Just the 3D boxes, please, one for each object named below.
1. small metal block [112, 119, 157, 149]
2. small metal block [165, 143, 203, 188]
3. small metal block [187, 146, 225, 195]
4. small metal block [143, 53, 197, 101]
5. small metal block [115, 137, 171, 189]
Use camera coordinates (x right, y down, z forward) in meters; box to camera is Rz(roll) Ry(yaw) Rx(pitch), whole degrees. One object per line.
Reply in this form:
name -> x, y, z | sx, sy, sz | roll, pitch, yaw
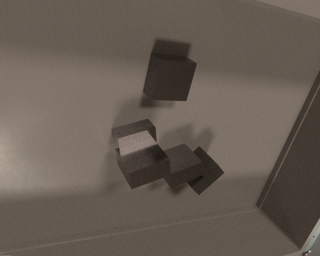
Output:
small metal block -> -0.032, 0.021, 0.406 | 0.050, 0.025, 0.050 | -17, 125, -19
small metal block -> 0.026, 0.052, 0.441 | 0.050, 0.050, 0.025 | -19, 126, -18
small metal block -> 0.059, 0.063, 0.466 | 0.050, 0.050, 0.025 | -41, 130, 0
small metal block -> 0.012, -0.061, 0.379 | 0.050, 0.025, 0.050 | -1, 119, -29
small metal block -> -0.021, 0.041, 0.376 | 0.050, 0.050, 0.025 | -17, 126, -19
